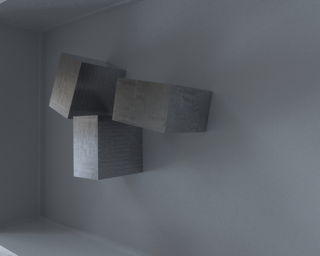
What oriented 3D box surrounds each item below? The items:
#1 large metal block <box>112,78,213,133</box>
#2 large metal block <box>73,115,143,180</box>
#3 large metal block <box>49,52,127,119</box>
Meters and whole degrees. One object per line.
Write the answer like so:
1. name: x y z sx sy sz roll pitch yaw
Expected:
1. large metal block: 0.003 -0.027 0.367 0.080 0.081 0.050 14 99 39
2. large metal block: -0.070 0.024 0.426 0.050 0.081 0.079 -1 90 40
3. large metal block: -0.105 -0.059 0.455 0.050 0.081 0.079 29 108 36
